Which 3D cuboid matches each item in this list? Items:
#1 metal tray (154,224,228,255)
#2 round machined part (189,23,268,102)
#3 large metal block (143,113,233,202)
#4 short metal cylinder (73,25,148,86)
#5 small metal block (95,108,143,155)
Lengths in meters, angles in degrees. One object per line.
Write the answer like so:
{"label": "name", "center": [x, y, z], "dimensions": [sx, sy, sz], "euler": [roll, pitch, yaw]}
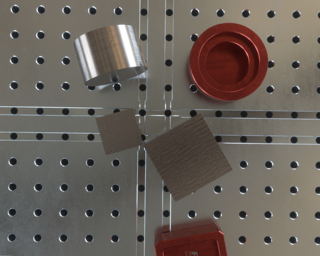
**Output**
{"label": "metal tray", "center": [0.048, 0.202, 0.411], "dimensions": [0.091, 0.030, 0.129], "euler": [-10, 90, -1]}
{"label": "round machined part", "center": [0.086, -0.083, 0.406], "dimensions": [0.099, 0.042, 0.097], "euler": [0, 90, -1]}
{"label": "large metal block", "center": [0.034, 0.036, 0.401], "dimensions": [0.080, 0.050, 0.080], "euler": [-29, 90, 0]}
{"label": "short metal cylinder", "center": [-0.061, -0.088, 0.385], "dimensions": [0.080, 0.080, 0.050], "euler": [-16, 90, 0]}
{"label": "small metal block", "center": [-0.053, 0.004, 0.413], "dimensions": [0.050, 0.025, 0.050], "euler": [-16, 90, -1]}
